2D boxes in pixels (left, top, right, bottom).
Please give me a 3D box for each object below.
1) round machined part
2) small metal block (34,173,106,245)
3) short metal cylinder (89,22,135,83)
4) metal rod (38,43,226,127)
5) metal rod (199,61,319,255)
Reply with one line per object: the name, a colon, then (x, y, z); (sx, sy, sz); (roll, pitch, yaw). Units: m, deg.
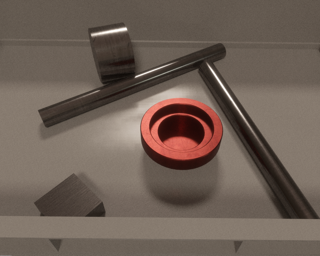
round machined part: (0.026, 0.011, 0.385); (0.099, 0.042, 0.098); (0, 50, 0)
small metal block: (-0.096, 0.085, 0.332); (0.050, 0.025, 0.050); (36, 59, 26)
short metal cylinder: (-0.072, -0.112, 0.463); (0.050, 0.080, 0.080); (-15, 52, -12)
metal rod: (-0.028, -0.071, 0.463); (0.302, 0.025, 0.025); (-24, 54, -20)
metal rod: (0.119, 0.014, 0.394); (0.025, 0.025, 0.299); (-14, 52, -12)
